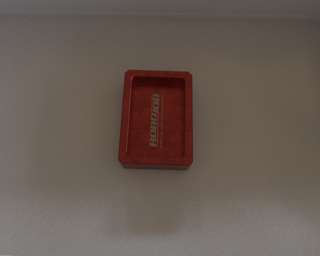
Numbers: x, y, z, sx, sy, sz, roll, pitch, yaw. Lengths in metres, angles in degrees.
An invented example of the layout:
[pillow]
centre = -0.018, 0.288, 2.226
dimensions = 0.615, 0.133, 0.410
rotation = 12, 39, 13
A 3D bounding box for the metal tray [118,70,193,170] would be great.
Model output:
[metal tray]
centre = -0.004, -0.012, 0.408
dimensions = 0.091, 0.030, 0.130
rotation = 2, 70, 0
